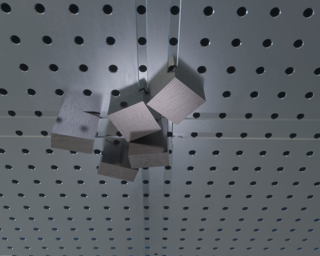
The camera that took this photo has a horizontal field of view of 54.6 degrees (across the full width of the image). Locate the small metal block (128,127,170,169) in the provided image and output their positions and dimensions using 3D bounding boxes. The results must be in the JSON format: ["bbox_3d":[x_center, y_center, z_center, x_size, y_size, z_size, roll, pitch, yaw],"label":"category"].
[{"bbox_3d":[-0.014,0.026,0.417,0.050,0.050,0.025,-5,130,4],"label":"small metal block"}]

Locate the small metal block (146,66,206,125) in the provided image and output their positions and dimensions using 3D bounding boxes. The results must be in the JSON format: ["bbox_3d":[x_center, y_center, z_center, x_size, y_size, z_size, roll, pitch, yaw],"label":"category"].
[{"bbox_3d":[0.019,-0.038,0.379,0.050,0.025,0.050,34,122,-26],"label":"small metal block"}]

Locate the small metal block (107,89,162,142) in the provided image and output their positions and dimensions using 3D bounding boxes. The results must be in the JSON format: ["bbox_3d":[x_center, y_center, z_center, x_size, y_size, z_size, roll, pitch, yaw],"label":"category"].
[{"bbox_3d":[-0.032,-0.015,0.399,0.050,0.025,0.050,-21,127,16],"label":"small metal block"}]

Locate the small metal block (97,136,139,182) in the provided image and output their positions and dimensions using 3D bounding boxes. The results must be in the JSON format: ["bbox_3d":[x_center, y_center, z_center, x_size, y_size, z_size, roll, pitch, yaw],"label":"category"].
[{"bbox_3d":[-0.056,0.043,0.431,0.050,0.050,0.025,15,128,-13],"label":"small metal block"}]

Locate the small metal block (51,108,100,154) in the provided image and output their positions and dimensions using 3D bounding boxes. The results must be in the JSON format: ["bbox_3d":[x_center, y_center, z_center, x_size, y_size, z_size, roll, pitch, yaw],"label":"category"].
[{"bbox_3d":[-0.107,0.003,0.397,0.050,0.050,0.025,10,129,-9],"label":"small metal block"}]
